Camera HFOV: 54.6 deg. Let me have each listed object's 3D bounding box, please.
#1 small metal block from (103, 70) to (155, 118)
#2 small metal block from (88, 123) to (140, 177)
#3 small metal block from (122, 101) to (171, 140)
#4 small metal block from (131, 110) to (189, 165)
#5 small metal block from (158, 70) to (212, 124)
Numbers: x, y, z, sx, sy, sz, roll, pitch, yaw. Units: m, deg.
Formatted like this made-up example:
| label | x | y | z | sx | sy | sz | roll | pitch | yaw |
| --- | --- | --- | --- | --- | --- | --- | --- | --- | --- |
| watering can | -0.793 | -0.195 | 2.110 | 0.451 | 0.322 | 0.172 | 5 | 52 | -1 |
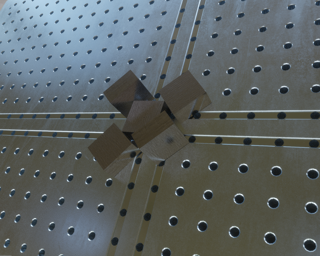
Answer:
| label | x | y | z | sx | sy | sz | roll | pitch | yaw |
| --- | --- | --- | --- | --- | --- | --- | --- | --- | --- |
| small metal block | -0.044 | -0.047 | 0.444 | 0.050 | 0.050 | 0.025 | -40 | 52 | 2 |
| small metal block | -0.063 | 0.029 | 0.424 | 0.050 | 0.025 | 0.050 | -44 | 51 | -3 |
| small metal block | -0.017 | -0.010 | 0.423 | 0.050 | 0.025 | 0.050 | 3 | 62 | 31 |
| small metal block | 0.001 | 0.013 | 0.384 | 0.050 | 0.050 | 0.025 | -36 | 51 | 4 |
| small metal block | 0.033 | -0.042 | 0.417 | 0.050 | 0.025 | 0.050 | -35 | 51 | 6 |
